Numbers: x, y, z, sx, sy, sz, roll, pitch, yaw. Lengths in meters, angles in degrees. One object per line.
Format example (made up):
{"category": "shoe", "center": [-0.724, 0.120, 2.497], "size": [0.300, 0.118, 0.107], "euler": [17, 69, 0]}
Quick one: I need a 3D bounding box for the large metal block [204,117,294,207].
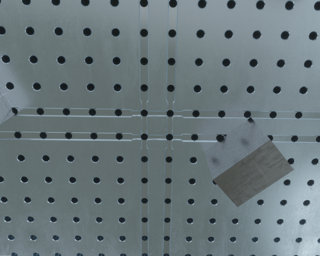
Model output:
{"category": "large metal block", "center": [0.109, 0.041, 0.400], "size": [0.080, 0.080, 0.050], "euler": [-38, 106, 13]}

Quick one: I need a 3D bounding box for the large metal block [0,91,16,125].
{"category": "large metal block", "center": [-0.248, -0.028, 0.388], "size": [0.080, 0.050, 0.080], "euler": [-24, 109, 8]}
